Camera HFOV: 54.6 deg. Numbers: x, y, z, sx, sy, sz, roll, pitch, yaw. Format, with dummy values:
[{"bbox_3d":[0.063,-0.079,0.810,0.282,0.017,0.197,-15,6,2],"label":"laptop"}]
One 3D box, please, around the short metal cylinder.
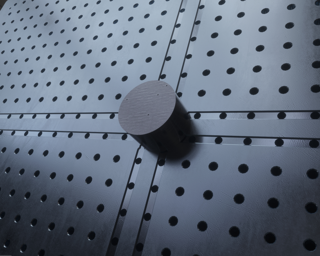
[{"bbox_3d":[-0.007,-0.015,0.406,0.080,0.050,0.080,-13,56,21],"label":"short metal cylinder"}]
